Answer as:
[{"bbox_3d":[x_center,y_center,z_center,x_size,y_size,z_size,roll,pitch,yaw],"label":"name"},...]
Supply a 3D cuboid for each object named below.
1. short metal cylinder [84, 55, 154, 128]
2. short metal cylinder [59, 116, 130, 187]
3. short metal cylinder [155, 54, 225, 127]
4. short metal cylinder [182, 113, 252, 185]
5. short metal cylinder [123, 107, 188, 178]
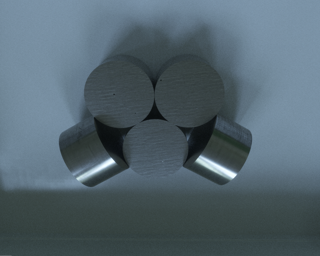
[{"bbox_3d":[-0.047,-0.046,0.379,0.081,0.050,0.079,0,110,0],"label":"short metal cylinder"},{"bbox_3d":[-0.080,0.027,0.390,0.050,0.080,0.080,-29,108,10],"label":"short metal cylinder"},{"bbox_3d":[0.034,-0.047,0.379,0.081,0.050,0.079,0,110,0],"label":"short metal cylinder"},{"bbox_3d":[0.070,0.025,0.390,0.050,0.080,0.080,28,108,-10],"label":"short metal cylinder"},{"bbox_3d":[-0.005,0.018,0.403,0.081,0.050,0.079,0,110,0],"label":"short metal cylinder"}]
